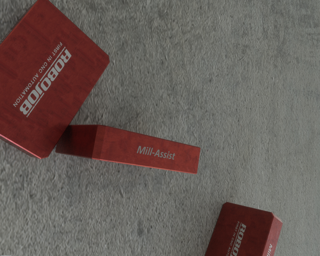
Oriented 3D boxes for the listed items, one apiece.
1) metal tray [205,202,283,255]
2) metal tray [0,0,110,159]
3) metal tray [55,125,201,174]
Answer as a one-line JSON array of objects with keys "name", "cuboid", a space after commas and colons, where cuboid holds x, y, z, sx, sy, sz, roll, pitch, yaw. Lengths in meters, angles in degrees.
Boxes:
[{"name": "metal tray", "cuboid": [0.118, 0.183, 0.460, 0.030, 0.090, 0.130, 39, 66, -33]}, {"name": "metal tray", "cuboid": [-0.118, -0.047, 0.302, 0.090, 0.030, 0.130, 41, 65, -32]}, {"name": "metal tray", "cuboid": [-0.032, 0.024, 0.335, 0.131, 0.090, 0.030, 15, 81, -39]}]
